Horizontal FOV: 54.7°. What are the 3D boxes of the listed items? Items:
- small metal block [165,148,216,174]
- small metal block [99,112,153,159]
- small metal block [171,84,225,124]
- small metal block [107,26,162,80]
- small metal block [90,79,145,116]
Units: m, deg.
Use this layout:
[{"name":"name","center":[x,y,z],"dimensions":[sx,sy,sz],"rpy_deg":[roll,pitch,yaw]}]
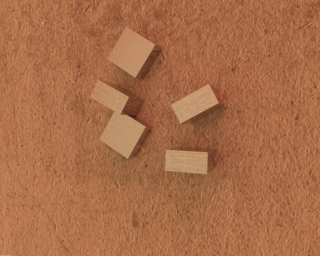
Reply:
[{"name":"small metal block","center":[0.039,0.039,0.382],"dimensions":[0.050,0.050,0.025],"rpy_deg":[2,91,20]},{"name":"small metal block","center":[-0.047,0.007,0.425],"dimensions":[0.050,0.025,0.050],"rpy_deg":[32,100,17]},{"name":"small metal block","center":[0.048,-0.028,0.379],"dimensions":[0.050,0.050,0.025],"rpy_deg":[-29,81,18]},{"name":"small metal block","center":[-0.034,-0.101,0.421],"dimensions":[0.050,0.025,0.050],"rpy_deg":[36,101,16]},{"name":"small metal block","center":[-0.056,-0.040,0.415],"dimensions":[0.050,0.050,0.025],"rpy_deg":[30,100,17]}]
